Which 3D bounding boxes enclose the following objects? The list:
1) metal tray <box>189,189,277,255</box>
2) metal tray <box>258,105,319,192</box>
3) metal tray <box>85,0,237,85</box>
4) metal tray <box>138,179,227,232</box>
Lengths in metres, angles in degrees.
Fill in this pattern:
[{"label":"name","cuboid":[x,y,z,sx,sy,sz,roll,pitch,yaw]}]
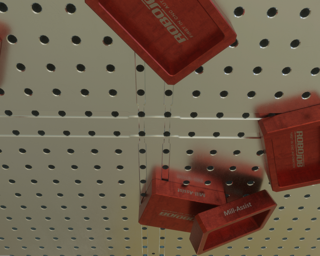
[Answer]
[{"label":"metal tray","cuboid":[0.117,0.154,0.504,0.131,0.030,0.089,-15,139,-17]},{"label":"metal tray","cuboid":[0.196,0.033,0.439,0.090,0.030,0.130,-15,129,11]},{"label":"metal tray","cuboid":[0.004,-0.114,0.310,0.090,0.030,0.130,-34,123,25]},{"label":"metal tray","cuboid":[0.037,0.137,0.526,0.131,0.030,0.089,13,129,-12]}]
